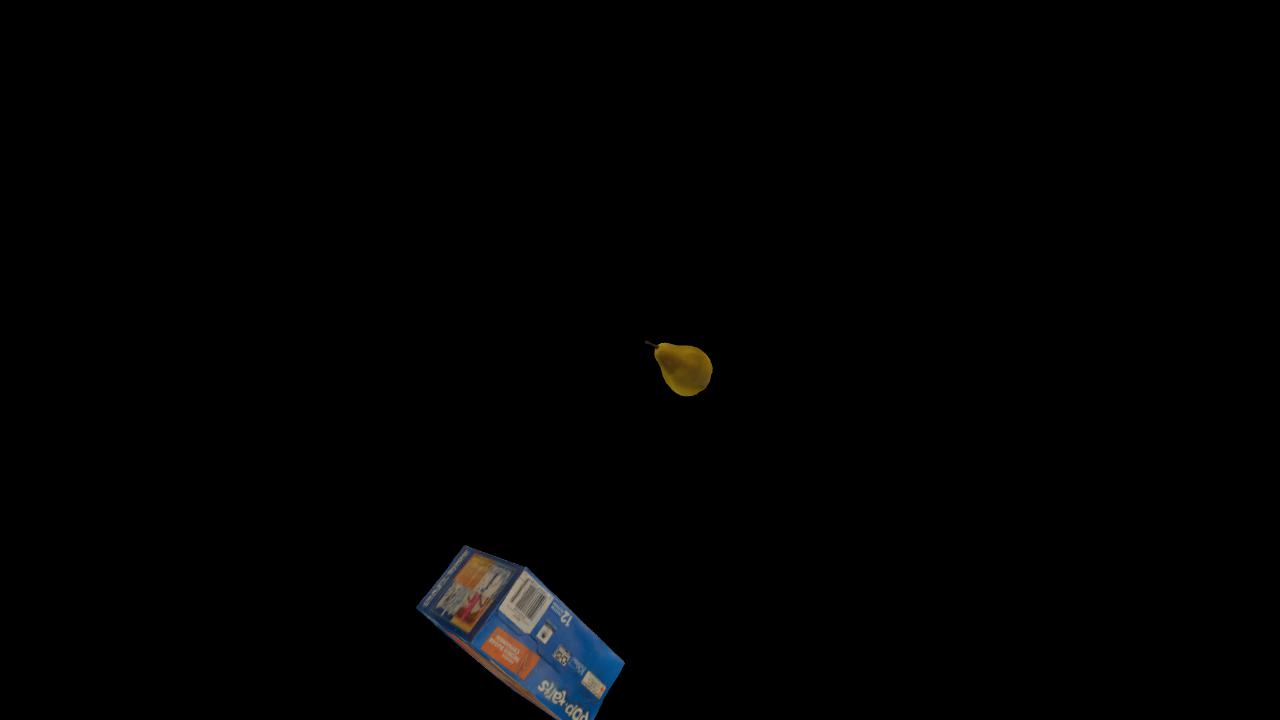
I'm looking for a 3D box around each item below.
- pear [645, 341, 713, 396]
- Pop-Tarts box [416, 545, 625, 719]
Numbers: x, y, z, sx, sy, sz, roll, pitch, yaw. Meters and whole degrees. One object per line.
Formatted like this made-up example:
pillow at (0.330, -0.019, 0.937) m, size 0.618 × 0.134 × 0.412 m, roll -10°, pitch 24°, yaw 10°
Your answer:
pear at (0.055, 0.003, 0.899) m, size 0.080 × 0.080 × 0.111 m, roll 0°, pitch -31°, yaw 45°
Pop-Tarts box at (-0.124, 0.285, 0.635) m, size 0.141 × 0.167 × 0.083 m, roll -7°, pitch 36°, yaw 50°
